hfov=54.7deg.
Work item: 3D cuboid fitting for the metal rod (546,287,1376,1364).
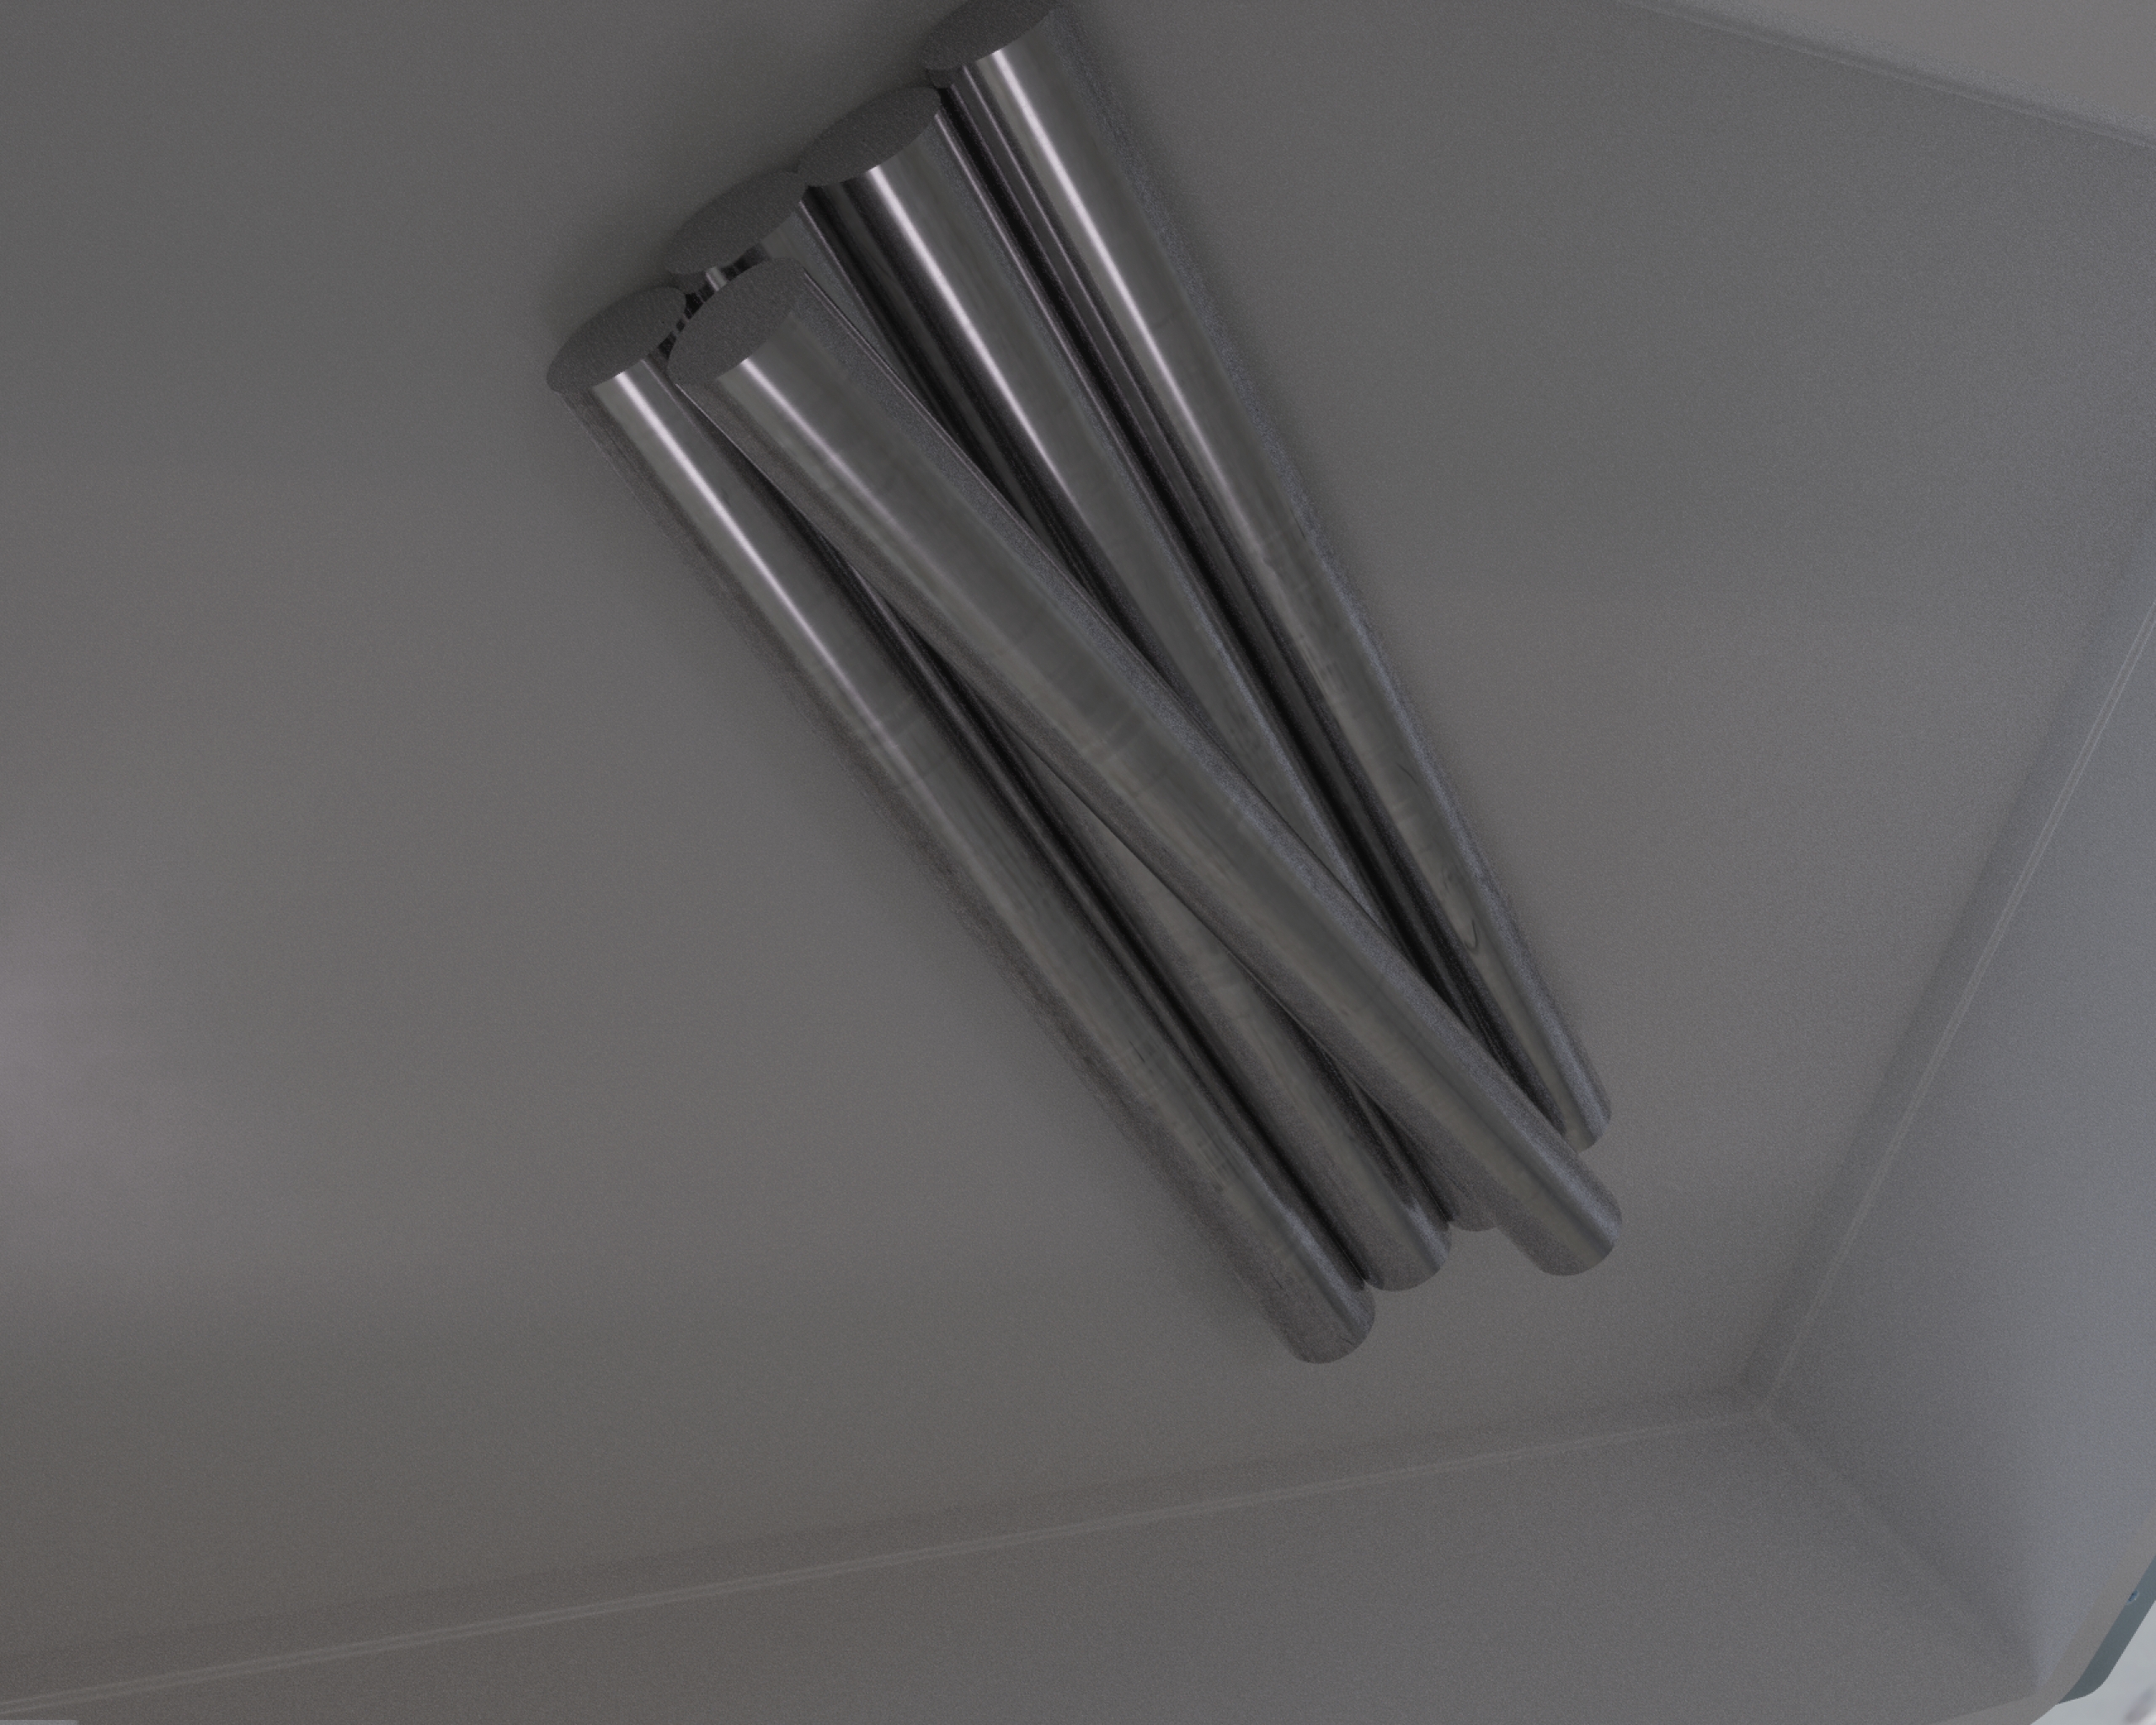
[{"bbox_3d":[-0.005,0.015,0.414,0.025,0.025,0.300,-37,129,-3],"label":"metal rod"}]

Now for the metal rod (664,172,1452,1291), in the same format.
[{"bbox_3d":[0.013,-0.002,0.413,0.025,0.025,0.300,-37,129,-3],"label":"metal rod"}]

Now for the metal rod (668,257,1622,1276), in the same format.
[{"bbox_3d":[0.033,0.004,0.394,0.025,0.025,0.300,-44,129,2],"label":"metal rod"}]

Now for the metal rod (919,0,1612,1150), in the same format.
[{"bbox_3d":[0.052,-0.033,0.415,0.025,0.025,0.300,-37,129,-3],"label":"metal rod"}]

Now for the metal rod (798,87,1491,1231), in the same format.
[{"bbox_3d":[0.034,-0.016,0.415,0.025,0.025,0.300,-37,129,-3],"label":"metal rod"}]
